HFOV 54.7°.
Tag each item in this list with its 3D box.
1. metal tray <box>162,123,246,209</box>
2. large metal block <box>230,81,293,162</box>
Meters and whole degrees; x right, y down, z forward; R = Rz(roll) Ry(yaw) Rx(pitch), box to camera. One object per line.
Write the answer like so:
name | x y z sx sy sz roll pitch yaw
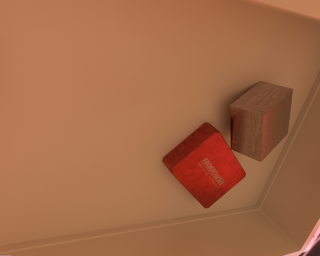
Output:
metal tray | 0.074 0.063 0.487 0.090 0.030 0.130 -40 130 -1
large metal block | 0.148 -0.011 0.453 0.080 0.050 0.080 -36 133 -32
